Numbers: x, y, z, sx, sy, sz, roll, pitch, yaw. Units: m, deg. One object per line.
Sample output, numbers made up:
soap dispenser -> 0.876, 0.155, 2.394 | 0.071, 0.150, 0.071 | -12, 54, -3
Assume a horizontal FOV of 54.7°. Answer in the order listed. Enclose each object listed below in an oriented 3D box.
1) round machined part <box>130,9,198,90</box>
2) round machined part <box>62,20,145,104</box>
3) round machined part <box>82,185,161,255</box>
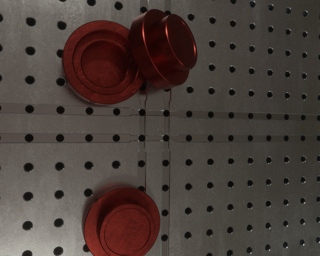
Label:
round machined part -> 0.011, -0.100, 0.383 | 0.098, 0.042, 0.098 | 24, 59, -48
round machined part -> -0.069, -0.076, 0.379 | 0.099, 0.042, 0.097 | 0, 90, -21
round machined part -> -0.045, 0.124, 0.388 | 0.099, 0.042, 0.097 | 0, 90, -21
